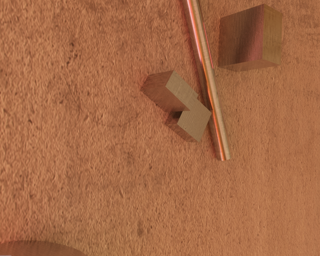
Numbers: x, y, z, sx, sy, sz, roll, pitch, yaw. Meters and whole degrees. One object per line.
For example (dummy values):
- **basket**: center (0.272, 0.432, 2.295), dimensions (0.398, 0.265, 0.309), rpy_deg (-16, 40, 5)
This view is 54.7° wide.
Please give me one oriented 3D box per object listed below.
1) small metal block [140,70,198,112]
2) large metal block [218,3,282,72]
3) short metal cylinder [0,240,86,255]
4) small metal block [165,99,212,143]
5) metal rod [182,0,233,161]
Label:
- **small metal block**: center (0.012, -0.046, 0.398), dimensions (0.050, 0.050, 0.025), rpy_deg (40, 66, -33)
- **large metal block**: center (0.140, -0.136, 0.486), dimensions (0.050, 0.080, 0.080), rpy_deg (4, 88, -40)
- **short metal cylinder**: center (-0.111, 0.137, 0.276), dimensions (0.080, 0.080, 0.050), rpy_deg (18, 79, -39)
- **small metal block**: center (0.041, -0.014, 0.439), dimensions (0.050, 0.025, 0.050), rpy_deg (39, 66, -33)
- **metal rod**: center (0.066, -0.094, 0.459), dimensions (0.025, 0.025, 0.298), rpy_deg (-24, 105, -38)
